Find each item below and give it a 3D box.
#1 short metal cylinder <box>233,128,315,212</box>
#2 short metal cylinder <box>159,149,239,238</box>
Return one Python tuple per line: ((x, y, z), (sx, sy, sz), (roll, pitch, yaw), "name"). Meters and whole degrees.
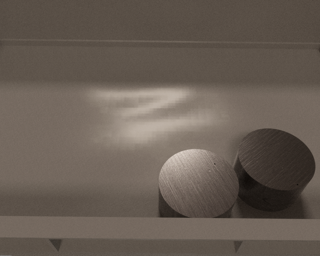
((0.125, 0.047, 0.351), (0.081, 0.050, 0.080), (0, 50, 0), "short metal cylinder")
((0.039, 0.069, 0.331), (0.081, 0.050, 0.080), (0, 50, 0), "short metal cylinder")
